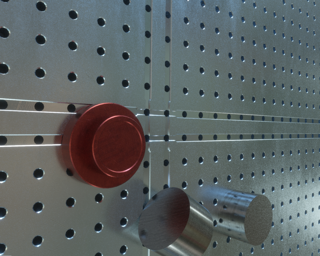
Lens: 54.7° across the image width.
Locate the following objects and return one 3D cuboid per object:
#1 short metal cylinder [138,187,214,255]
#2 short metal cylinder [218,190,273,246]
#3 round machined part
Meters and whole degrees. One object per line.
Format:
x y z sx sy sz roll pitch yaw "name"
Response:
0.019 0.122 0.390 0.050 0.080 0.080 42 65 -32 "short metal cylinder"
0.142 0.147 0.512 0.081 0.050 0.079 0 90 -40 "short metal cylinder"
-0.055 0.020 0.352 0.099 0.042 0.097 0 90 -40 "round machined part"
